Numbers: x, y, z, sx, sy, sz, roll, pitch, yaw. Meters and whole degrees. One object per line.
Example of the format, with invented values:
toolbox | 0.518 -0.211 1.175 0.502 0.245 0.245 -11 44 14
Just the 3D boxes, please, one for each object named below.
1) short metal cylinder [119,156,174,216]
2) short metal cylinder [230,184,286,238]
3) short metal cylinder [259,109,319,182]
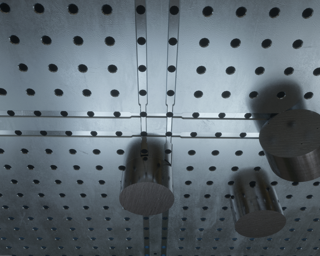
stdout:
short metal cylinder | -0.019 0.089 0.470 0.081 0.050 0.079 0 130 0
short metal cylinder | 0.161 0.139 0.515 0.081 0.050 0.079 0 130 0
short metal cylinder | 0.174 0.022 0.396 0.080 0.080 0.050 -22 127 17
